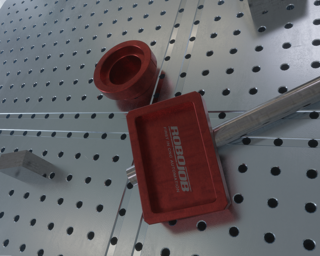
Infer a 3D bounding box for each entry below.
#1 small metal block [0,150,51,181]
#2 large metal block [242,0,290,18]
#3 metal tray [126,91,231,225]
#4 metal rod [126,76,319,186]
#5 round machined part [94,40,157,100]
[{"bbox_3d":[-0.203,0.058,0.464,0.050,0.050,0.025,-10,58,23],"label":"small metal block"},{"bbox_3d":[0.154,-0.219,0.446,0.080,0.050,0.080,-22,54,15],"label":"large metal block"},{"bbox_3d":[0.018,0.033,0.346,0.090,0.030,0.129,-16,73,15],"label":"metal tray"},{"bbox_3d":[0.096,-0.004,0.360,0.301,0.025,0.025,-26,53,11],"label":"metal rod"},{"bbox_3d":[-0.048,-0.083,0.474,0.098,0.042,0.098,-13,56,21],"label":"round machined part"}]
